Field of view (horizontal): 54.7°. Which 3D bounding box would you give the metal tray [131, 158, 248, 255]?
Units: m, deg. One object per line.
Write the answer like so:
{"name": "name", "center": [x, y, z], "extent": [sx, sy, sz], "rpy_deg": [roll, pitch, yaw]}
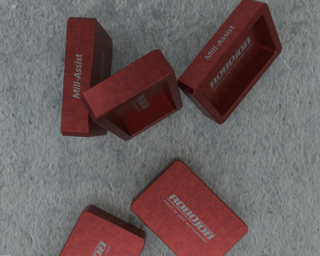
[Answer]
{"name": "metal tray", "center": [0.037, 0.115, 0.408], "extent": [0.090, 0.030, 0.130], "rpy_deg": [-45, 91, 0]}

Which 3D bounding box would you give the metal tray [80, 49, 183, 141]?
{"name": "metal tray", "center": [-0.023, -0.030, 0.355], "extent": [0.090, 0.130, 0.030], "rpy_deg": [-31, 76, 1]}

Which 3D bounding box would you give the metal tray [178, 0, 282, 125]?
{"name": "metal tray", "center": [0.089, -0.077, 0.379], "extent": [0.130, 0.090, 0.030], "rpy_deg": [-51, 50, 0]}

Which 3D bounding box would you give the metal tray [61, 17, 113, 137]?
{"name": "metal tray", "center": [-0.085, -0.055, 0.375], "extent": [0.030, 0.090, 0.129], "rpy_deg": [3, 90, 3]}

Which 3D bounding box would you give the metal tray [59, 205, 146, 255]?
{"name": "metal tray", "center": [-0.087, 0.180, 0.407], "extent": [0.090, 0.030, 0.130], "rpy_deg": [28, 90, -1]}
